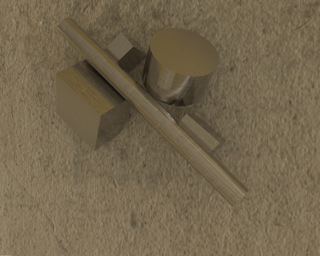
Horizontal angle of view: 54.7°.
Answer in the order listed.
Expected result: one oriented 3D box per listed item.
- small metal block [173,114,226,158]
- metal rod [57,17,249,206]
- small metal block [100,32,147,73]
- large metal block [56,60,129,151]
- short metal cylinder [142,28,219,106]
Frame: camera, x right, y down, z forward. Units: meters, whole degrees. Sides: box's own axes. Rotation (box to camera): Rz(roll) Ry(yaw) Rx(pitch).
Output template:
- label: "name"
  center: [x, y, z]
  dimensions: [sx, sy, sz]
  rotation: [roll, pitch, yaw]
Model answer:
- label: "small metal block"
  center: [0.049, 0.009, 0.376]
  dimensions: [0.050, 0.050, 0.025]
  rotation: [42, 103, 14]
- label: "metal rod"
  center: [-0.018, -0.029, 0.363]
  dimensions: [0.300, 0.025, 0.025]
  rotation: [45, 104, 14]
- label: "small metal block"
  center: [-0.050, -0.095, 0.414]
  dimensions: [0.050, 0.050, 0.025]
  rotation: [-40, 78, 15]
- label: "large metal block"
  center: [-0.090, -0.030, 0.409]
  dimensions: [0.080, 0.050, 0.080]
  rotation: [42, 144, 14]
- label: "short metal cylinder"
  center: [0.023, -0.072, 0.366]
  dimensions: [0.080, 0.080, 0.050]
  rotation: [41, 144, 15]
